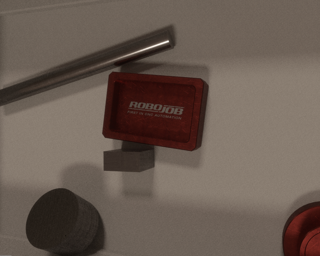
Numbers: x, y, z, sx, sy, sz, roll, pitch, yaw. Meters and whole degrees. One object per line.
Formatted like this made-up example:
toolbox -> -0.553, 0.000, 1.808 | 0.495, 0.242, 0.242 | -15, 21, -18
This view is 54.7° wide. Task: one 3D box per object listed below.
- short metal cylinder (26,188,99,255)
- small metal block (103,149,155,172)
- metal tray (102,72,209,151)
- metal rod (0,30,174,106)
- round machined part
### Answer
short metal cylinder -> -0.133, 0.129, 0.424 | 0.080, 0.050, 0.080 | -11, 55, 17
small metal block -> -0.040, 0.042, 0.410 | 0.050, 0.050, 0.025 | -1, 90, 19
metal tray -> -0.008, -0.024, 0.409 | 0.130, 0.030, 0.089 | 8, 93, 19
metal rod -> -0.125, -0.081, 0.452 | 0.301, 0.025, 0.025 | -14, 86, 19
round machined part -> 0.186, 0.133, 0.336 | 0.098, 0.042, 0.097 | 0, 90, 19
